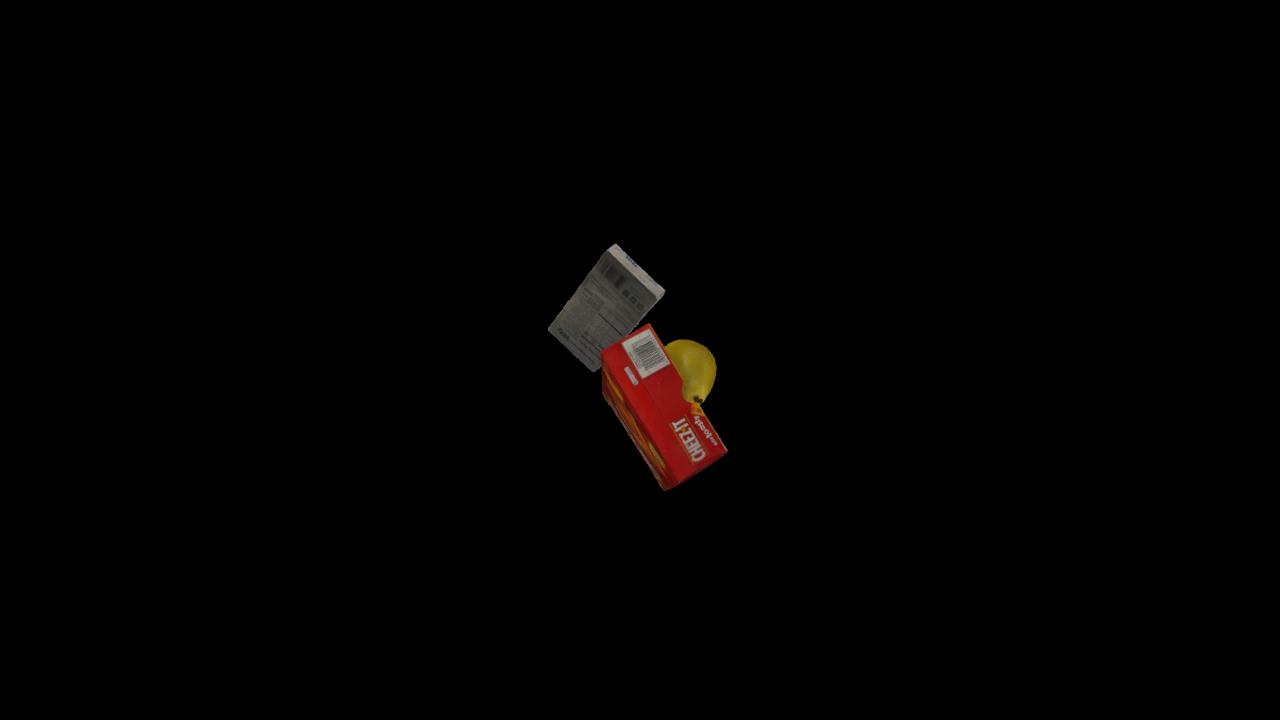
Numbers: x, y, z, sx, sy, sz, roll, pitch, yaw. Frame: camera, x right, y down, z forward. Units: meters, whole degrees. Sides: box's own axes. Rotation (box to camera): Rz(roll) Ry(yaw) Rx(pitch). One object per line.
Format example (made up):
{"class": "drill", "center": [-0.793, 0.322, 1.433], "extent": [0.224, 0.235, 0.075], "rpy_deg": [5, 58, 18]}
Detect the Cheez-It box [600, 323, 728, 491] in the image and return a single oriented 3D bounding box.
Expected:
{"class": "Cheez-It box", "center": [0.020, 0.069, 0.747], "extent": [0.071, 0.166, 0.223], "rpy_deg": [-30, -11, -9]}

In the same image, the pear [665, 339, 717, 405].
{"class": "pear", "center": [0.051, 0.029, 0.677], "extent": [0.080, 0.080, 0.111], "rpy_deg": [0, 33, -5]}

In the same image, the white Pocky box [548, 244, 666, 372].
{"class": "white Pocky box", "center": [-0.044, -0.058, 0.742], "extent": [0.154, 0.084, 0.028], "rpy_deg": [-47, 0, 40]}
